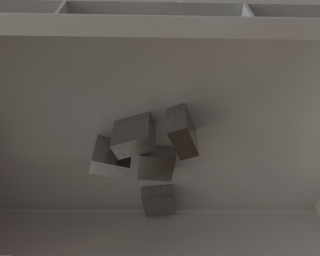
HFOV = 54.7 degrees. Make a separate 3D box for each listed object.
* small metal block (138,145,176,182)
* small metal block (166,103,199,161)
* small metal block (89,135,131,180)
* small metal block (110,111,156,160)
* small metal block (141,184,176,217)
[{"bbox_3d":[-0.005,0.051,0.453,0.050,0.025,0.050,5,130,-5],"label":"small metal block"},{"bbox_3d":[0.029,0.005,0.397,0.025,0.050,0.050,-17,128,13],"label":"small metal block"},{"bbox_3d":[-0.067,0.040,0.426,0.050,0.050,0.025,12,129,-11],"label":"small metal block"},{"bbox_3d":[-0.034,0.009,0.400,0.050,0.050,0.025,-15,129,12],"label":"small metal block"},{"bbox_3d":[-0.002,0.120,0.511,0.050,0.025,0.050,-6,130,5],"label":"small metal block"}]
